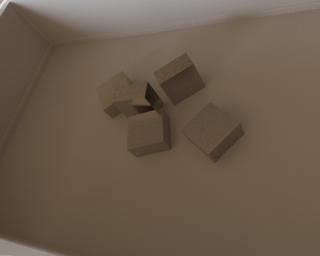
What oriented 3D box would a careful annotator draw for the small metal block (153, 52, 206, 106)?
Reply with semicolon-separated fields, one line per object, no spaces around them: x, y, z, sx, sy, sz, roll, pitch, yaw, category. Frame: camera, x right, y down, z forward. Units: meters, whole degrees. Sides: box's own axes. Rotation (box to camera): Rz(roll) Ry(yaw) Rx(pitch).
0.027;-0.064;0.414;0.050;0.050;0.025;-31;52;8;small metal block

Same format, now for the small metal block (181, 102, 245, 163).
0.063;0.005;0.369;0.050;0.025;0.050;-44;51;-3;small metal block

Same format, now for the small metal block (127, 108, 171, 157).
-0.014;0.007;0.408;0.050;0.025;0.050;-14;56;20;small metal block

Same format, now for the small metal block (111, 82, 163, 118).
-0.030;-0.035;0.426;0.050;0.050;0.025;-5;60;25;small metal block

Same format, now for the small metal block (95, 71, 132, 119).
-0.065;-0.051;0.469;0.050;0.025;0.050;-32;52;7;small metal block
